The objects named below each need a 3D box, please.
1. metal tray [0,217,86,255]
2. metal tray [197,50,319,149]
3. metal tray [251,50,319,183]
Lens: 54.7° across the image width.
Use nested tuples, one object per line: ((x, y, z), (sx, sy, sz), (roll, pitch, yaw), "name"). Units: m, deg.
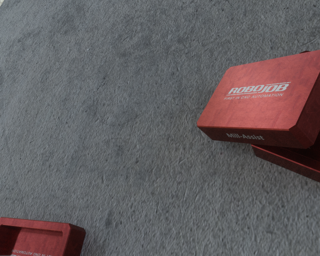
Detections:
((-0.163, 0.163, 0.385), (0.130, 0.030, 0.090), (-4, 60, 26), "metal tray")
((0.106, -0.029, 0.322), (0.130, 0.030, 0.090), (3, 58, 58), "metal tray")
((0.165, -0.015, 0.322), (0.090, 0.030, 0.130), (24, 74, 36), "metal tray")
